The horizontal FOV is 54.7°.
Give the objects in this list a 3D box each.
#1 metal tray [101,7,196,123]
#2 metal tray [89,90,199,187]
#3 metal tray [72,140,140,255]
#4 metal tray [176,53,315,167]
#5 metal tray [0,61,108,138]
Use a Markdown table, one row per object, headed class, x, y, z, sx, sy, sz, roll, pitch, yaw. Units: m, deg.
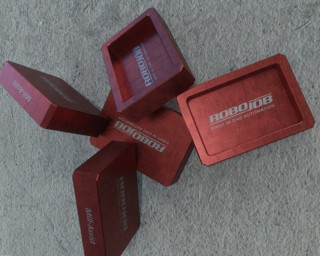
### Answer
| class | x | y | z | sx | sy | sz | roll | pitch | yaw |
| --- | --- | --- | --- | --- | --- | --- | --- | --- | --- |
| metal tray | -0.021 | -0.081 | 0.383 | 0.090 | 0.030 | 0.130 | -33 | 51 | 16 |
| metal tray | -0.020 | 0.008 | 0.413 | 0.130 | 0.030 | 0.090 | 27 | 99 | 17 |
| metal tray | -0.059 | 0.091 | 0.375 | 0.030 | 0.090 | 0.129 | 6 | 113 | 20 |
| metal tray | 0.094 | -0.019 | 0.357 | 0.131 | 0.030 | 0.090 | -21 | 83 | 3 |
| metal tray | -0.141 | -0.038 | 0.407 | 0.130 | 0.090 | 0.030 | 37 | 102 | 33 |
